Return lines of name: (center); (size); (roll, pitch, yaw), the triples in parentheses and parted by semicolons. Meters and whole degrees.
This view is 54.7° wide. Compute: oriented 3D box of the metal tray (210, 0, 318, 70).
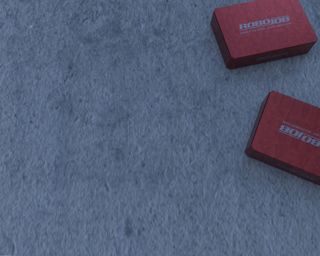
metal tray: (0.151, -0.144, 0.460); (0.131, 0.030, 0.090); (-13, 71, -5)

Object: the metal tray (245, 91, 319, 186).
metal tray: (0.188, 0.017, 0.402); (0.130, 0.030, 0.090); (23, 71, 7)
